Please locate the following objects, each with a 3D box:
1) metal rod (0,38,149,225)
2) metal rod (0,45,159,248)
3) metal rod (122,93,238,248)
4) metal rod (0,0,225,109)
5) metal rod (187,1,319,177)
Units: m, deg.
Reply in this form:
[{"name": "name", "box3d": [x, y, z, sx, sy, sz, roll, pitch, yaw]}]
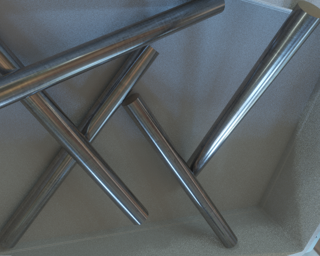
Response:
[{"name": "metal rod", "box3d": [-0.097, 0.009, 0.332, 0.025, 0.025, 0.299, -36, 120, -4]}, {"name": "metal rod", "box3d": [-0.102, 0.026, 0.368, 0.025, 0.025, 0.299, 31, 101, -38]}, {"name": "metal rod", "box3d": [0.040, 0.076, 0.438, 0.025, 0.025, 0.299, -37, 117, -4]}, {"name": "metal rod", "box3d": [-0.057, -0.075, 0.300, 0.302, 0.025, 0.025, -29, 129, -21]}, {"name": "metal rod", "box3d": [0.083, -0.010, 0.370, 0.025, 0.025, 0.298, -6, 146, -26]}]
